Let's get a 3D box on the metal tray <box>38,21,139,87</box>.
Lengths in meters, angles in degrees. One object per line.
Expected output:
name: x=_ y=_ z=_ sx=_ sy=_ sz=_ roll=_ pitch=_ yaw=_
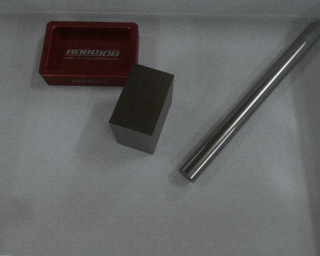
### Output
metal tray: x=-0.098 y=-0.107 z=0.444 sx=0.131 sy=0.030 sz=0.090 roll=1 pitch=70 yaw=0

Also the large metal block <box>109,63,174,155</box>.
large metal block: x=-0.020 y=-0.021 z=0.388 sx=0.050 sy=0.080 sz=0.080 roll=18 pitch=71 yaw=6

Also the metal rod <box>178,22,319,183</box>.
metal rod: x=0.133 y=-0.044 z=0.427 sx=0.025 sy=0.025 sz=0.301 roll=40 pitch=74 yaw=13
